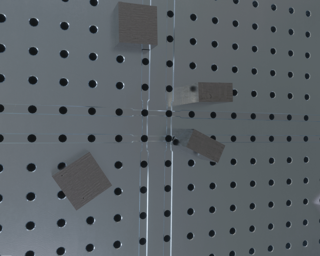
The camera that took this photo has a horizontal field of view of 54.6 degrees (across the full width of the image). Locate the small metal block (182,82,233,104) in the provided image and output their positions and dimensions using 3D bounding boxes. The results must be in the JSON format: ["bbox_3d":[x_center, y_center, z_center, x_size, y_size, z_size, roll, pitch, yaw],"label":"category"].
[{"bbox_3d":[0.064,-0.046,0.422,0.050,0.050,0.025,-2,91,-20],"label":"small metal block"}]

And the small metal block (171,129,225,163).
[{"bbox_3d":[0.050,0.023,0.418,0.050,0.050,0.025,27,81,-18],"label":"small metal block"}]

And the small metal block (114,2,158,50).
[{"bbox_3d":[-0.031,-0.131,0.401,0.050,0.025,0.050,-1,91,-20],"label":"small metal block"}]

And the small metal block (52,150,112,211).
[{"bbox_3d":[-0.095,0.062,0.378,0.050,0.025,0.050,-34,101,-17],"label":"small metal block"}]
